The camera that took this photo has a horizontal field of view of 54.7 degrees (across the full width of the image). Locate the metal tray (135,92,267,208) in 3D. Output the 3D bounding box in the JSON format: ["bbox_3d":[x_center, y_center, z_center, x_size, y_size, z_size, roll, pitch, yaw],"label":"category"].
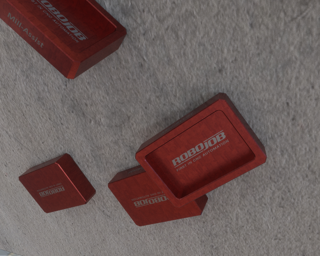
[{"bbox_3d":[0.047,0.030,0.373,0.130,0.030,0.090,-34,100,22],"label":"metal tray"}]

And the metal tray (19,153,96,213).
[{"bbox_3d":[-0.189,0.104,0.565,0.130,0.030,0.090,-21,108,35],"label":"metal tray"}]

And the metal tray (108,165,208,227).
[{"bbox_3d":[-0.006,0.097,0.465,0.130,0.030,0.090,-23,106,36],"label":"metal tray"}]

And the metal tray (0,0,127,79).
[{"bbox_3d":[-0.113,-0.125,0.343,0.130,0.090,0.030,43,139,-2],"label":"metal tray"}]
